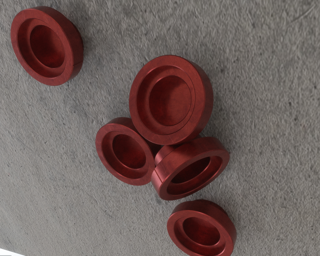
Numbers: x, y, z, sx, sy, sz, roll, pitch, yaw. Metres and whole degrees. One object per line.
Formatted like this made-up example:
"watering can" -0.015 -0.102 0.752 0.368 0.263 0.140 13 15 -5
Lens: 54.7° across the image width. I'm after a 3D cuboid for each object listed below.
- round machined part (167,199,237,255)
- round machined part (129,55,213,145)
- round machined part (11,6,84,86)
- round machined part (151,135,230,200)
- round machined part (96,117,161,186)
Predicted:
"round machined part" 0.063 0.144 0.451 0.098 0.042 0.097 13 124 21
"round machined part" 0.016 -0.030 0.351 0.098 0.042 0.097 -1 88 34
"round machined part" -0.140 -0.108 0.403 0.098 0.042 0.097 13 124 21
"round machined part" 0.033 0.043 0.381 0.042 0.099 0.097 57 138 33
"round machined part" -0.037 0.028 0.429 0.098 0.042 0.097 16 125 25
